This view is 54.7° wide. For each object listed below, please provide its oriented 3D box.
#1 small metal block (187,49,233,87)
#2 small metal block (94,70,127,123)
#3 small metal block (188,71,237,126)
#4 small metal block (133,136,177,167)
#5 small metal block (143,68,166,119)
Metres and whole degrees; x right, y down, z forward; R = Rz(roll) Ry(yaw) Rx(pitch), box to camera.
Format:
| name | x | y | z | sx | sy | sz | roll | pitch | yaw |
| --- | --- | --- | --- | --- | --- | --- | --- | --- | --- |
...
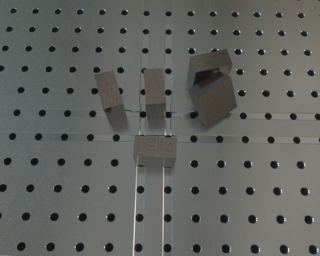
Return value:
| name | x | y | z | sx | sy | sz | roll | pitch | yaw |
| --- | --- | --- | --- | --- | --- | --- | --- | --- | --- |
| small metal block | 0.067 | -0.079 | 0.428 | 0.050 | 0.050 | 0.025 | -13 | 70 | -5 |
| small metal block | -0.065 | -0.041 | 0.413 | 0.025 | 0.050 | 0.050 | -16 | 71 | -6 |
| small metal block | 0.071 | -0.039 | 0.411 | 0.050 | 0.050 | 0.025 | -32 | 39 | -11 |
| small metal block | -0.006 | 0.030 | 0.387 | 0.050 | 0.050 | 0.025 | 3 | 70 | 1 |
| small metal block | -0.007 | -0.045 | 0.415 | 0.025 | 0.050 | 0.050 | -4 | 70 | -2 |
